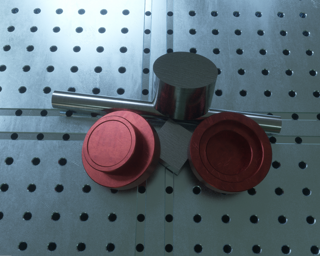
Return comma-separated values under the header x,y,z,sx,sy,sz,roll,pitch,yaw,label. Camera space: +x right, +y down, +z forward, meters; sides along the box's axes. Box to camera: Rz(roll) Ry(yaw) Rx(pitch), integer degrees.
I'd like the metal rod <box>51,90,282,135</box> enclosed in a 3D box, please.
x,y,z,sx,sy,sz,roll,pitch,yaw,label
0.007,-0.021,0.416,0.302,0.025,0.025,7,70,2,metal rod

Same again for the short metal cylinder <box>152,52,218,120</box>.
x,y,z,sx,sy,sz,roll,pitch,yaw,label
0.030,-0.056,0.399,0.081,0.050,0.080,3,44,-2,short metal cylinder

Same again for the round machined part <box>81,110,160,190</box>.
x,y,z,sx,sy,sz,roll,pitch,yaw,label
-0.053,0.023,0.376,0.098,0.042,0.098,-6,70,17,round machined part

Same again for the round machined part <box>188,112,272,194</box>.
x,y,z,sx,sy,sz,roll,pitch,yaw,label
0.083,0.032,0.385,0.099,0.042,0.098,1,72,-3,round machined part

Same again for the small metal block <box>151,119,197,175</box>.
x,y,z,sx,sy,sz,roll,pitch,yaw,label
0.017,0.024,0.399,0.050,0.025,0.050,35,73,11,small metal block
